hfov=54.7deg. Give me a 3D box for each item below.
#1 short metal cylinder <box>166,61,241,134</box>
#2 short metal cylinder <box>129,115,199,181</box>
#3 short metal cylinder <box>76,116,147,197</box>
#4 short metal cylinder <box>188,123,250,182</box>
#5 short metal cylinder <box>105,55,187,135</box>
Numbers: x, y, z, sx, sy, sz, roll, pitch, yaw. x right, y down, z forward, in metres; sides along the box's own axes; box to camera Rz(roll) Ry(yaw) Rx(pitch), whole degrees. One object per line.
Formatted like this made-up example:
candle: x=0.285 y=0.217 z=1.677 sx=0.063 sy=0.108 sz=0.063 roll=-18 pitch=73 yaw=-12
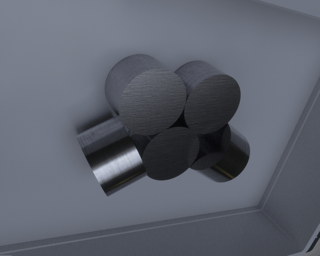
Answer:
short metal cylinder: x=0.054 y=-0.039 z=0.396 sx=0.081 sy=0.050 sz=0.079 roll=-14 pitch=124 yaw=-21
short metal cylinder: x=0.004 y=0.021 z=0.406 sx=0.081 sy=0.050 sz=0.079 roll=-14 pitch=124 yaw=-21
short metal cylinder: x=-0.056 y=0.032 z=0.360 sx=0.050 sy=0.080 sz=0.080 roll=-27 pitch=128 yaw=-11
short metal cylinder: x=0.076 y=0.030 z=0.430 sx=0.050 sy=0.080 sz=0.080 roll=34 pitch=99 yaw=-38
short metal cylinder: x=-0.017 y=-0.038 z=0.357 sx=0.081 sy=0.050 sz=0.079 roll=-14 pitch=124 yaw=-21
